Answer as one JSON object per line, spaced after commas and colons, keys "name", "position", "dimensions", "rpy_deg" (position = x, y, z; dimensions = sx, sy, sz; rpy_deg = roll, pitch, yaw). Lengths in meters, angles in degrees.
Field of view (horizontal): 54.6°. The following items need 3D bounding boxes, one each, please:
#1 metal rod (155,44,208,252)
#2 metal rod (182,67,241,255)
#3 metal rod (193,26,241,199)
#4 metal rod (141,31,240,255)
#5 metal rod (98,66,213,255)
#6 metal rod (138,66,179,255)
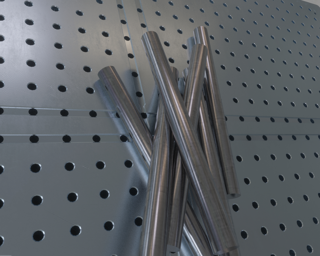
{"name": "metal rod", "position": [0.034, -0.001, 0.392], "dimensions": [0.025, 0.025, 0.300], "rpy_deg": [23, 53, -14]}
{"name": "metal rod", "position": [0.062, 0.036, 0.401], "dimensions": [0.025, 0.025, 0.300], "rpy_deg": [10, 52, -23]}
{"name": "metal rod", "position": [0.082, -0.041, 0.476], "dimensions": [0.025, 0.025, 0.299], "rpy_deg": [9, 58, -23]}
{"name": "metal rod", "position": [0.023, -0.008, 0.364], "dimensions": [0.025, 0.025, 0.299], "rpy_deg": [2, 53, -27]}
{"name": "metal rod", "position": [0.000, 0.051, 0.376], "dimensions": [0.025, 0.025, 0.299], "rpy_deg": [-19, 72, -35]}
{"name": "metal rod", "position": [0.004, 0.023, 0.361], "dimensions": [0.025, 0.025, 0.300], "rpy_deg": [22, 43, -15]}
